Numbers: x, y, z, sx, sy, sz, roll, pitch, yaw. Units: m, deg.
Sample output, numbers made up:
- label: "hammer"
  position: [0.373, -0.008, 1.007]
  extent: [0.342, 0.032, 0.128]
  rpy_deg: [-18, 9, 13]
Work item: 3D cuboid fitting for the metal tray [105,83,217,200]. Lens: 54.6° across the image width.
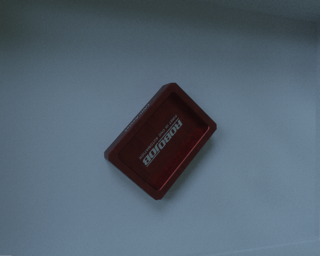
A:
- label: "metal tray"
  position: [0.003, 0.016, 0.408]
  extent: [0.090, 0.030, 0.130]
  rpy_deg: [44, 76, -15]
